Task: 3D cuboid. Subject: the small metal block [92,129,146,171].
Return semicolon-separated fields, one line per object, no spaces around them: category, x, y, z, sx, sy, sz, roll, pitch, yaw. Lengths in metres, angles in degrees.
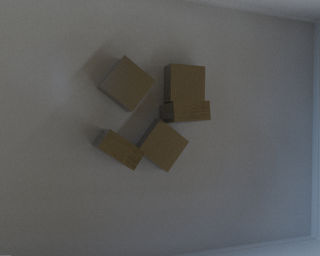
small metal block;-0.052;0.025;0.379;0.050;0.050;0.025;36;79;-17

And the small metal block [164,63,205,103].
small metal block;0.033;-0.059;0.424;0.050;0.025;0.050;1;90;-21

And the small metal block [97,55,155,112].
small metal block;-0.043;-0.056;0.395;0.050;0.025;0.050;39;77;-16

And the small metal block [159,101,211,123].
small metal block;0.032;-0.020;0.410;0.050;0.050;0.025;-3;89;-21

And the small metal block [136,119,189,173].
small metal block;0.001;0.023;0.412;0.050;0.025;0.050;39;78;-16
